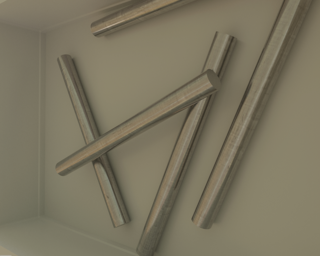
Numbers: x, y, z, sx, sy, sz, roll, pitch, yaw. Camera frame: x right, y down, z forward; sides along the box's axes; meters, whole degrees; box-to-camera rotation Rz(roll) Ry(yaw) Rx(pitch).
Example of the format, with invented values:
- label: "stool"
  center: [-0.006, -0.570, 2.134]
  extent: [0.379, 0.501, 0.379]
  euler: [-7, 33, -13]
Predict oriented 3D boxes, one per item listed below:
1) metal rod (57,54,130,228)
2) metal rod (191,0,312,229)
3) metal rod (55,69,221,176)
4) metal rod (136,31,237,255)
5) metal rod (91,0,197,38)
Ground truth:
- label: "metal rod"
  center: [-0.111, 0.010, 0.495]
  extent: [0.025, 0.025, 0.299]
  euler: [-36, 68, 34]
- label: "metal rod"
  center: [0.097, -0.024, 0.325]
  extent: [0.025, 0.025, 0.298]
  euler: [31, 109, 35]
- label: "metal rod"
  center: [-0.050, 0.007, 0.411]
  extent: [0.299, 0.025, 0.025]
  euler: [-29, 72, 36]
- label: "metal rod"
  center: [0.027, 0.033, 0.382]
  extent: [0.025, 0.025, 0.298]
  euler: [30, 109, 35]
- label: "metal rod"
  center: [0.013, -0.160, 0.385]
  extent: [0.300, 0.025, 0.025]
  euler: [-3, 88, 42]
